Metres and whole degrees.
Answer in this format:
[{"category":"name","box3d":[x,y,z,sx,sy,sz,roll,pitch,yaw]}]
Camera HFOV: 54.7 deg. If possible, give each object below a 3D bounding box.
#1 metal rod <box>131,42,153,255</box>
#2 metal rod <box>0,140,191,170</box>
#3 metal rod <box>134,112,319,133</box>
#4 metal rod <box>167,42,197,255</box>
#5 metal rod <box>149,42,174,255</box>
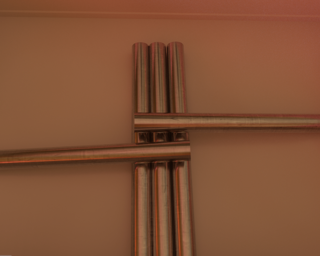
[{"category":"metal rod","box3d":[-0.024,0.023,0.400,0.025,0.025,0.299,-1,70,-1]},{"category":"metal rod","box3d":[-0.114,0.035,0.377,0.302,0.025,0.025,-3,70,5]},{"category":"metal rod","box3d":[0.119,-0.006,0.394,0.302,0.025,0.025,0,70,-7]},{"category":"metal rod","box3d":[0.026,0.022,0.401,0.025,0.025,0.299,-1,70,-1]},{"category":"metal rod","box3d":[0.000,0.022,0.400,0.025,0.025,0.299,-1,70,-1]}]
